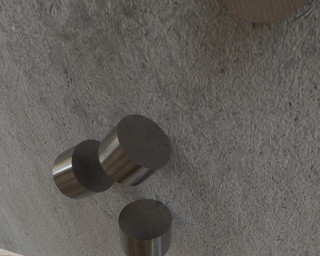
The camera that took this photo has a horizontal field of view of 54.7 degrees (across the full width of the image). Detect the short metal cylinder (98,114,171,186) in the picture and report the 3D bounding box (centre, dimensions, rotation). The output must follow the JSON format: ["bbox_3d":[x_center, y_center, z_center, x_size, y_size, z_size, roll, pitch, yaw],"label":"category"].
[{"bbox_3d":[-0.033,0.029,0.407,0.080,0.080,0.050,45,129,-3],"label":"short metal cylinder"}]

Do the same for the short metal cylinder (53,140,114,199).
[{"bbox_3d":[-0.113,0.063,0.470,0.050,0.080,0.080,-25,105,37],"label":"short metal cylinder"}]

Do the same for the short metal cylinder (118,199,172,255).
[{"bbox_3d":[-0.022,0.157,0.480,0.080,0.080,0.050,14,124,20],"label":"short metal cylinder"}]

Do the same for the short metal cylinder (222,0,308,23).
[{"bbox_3d":[0.092,-0.134,0.259,0.080,0.050,0.079,13,124,21],"label":"short metal cylinder"}]
